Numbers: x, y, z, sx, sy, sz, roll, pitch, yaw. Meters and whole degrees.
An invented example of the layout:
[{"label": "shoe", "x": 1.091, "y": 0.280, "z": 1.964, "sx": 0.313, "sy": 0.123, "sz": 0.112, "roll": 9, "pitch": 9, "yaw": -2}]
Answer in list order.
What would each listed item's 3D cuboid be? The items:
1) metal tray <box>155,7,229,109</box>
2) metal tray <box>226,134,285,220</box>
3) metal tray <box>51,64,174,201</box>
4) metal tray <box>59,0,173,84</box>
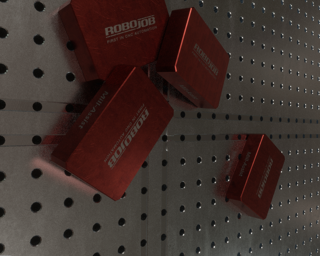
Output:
[{"label": "metal tray", "x": 0.051, "y": -0.091, "z": 0.430, "sx": 0.130, "sy": 0.030, "sz": 0.090, "roll": 31, "pitch": 70, "yaw": -52}, {"label": "metal tray", "x": 0.175, "y": 0.086, "z": 0.557, "sx": 0.090, "sy": 0.030, "sz": 0.130, "roll": 41, "pitch": 65, "yaw": -33}, {"label": "metal tray", "x": -0.046, "y": 0.005, "z": 0.347, "sx": 0.130, "sy": 0.030, "sz": 0.090, "roll": -57, "pitch": 136, "yaw": -17}, {"label": "metal tray", "x": -0.042, "y": -0.116, "z": 0.372, "sx": 0.131, "sy": 0.030, "sz": 0.090, "roll": -31, "pitch": 109, "yaw": -36}]
